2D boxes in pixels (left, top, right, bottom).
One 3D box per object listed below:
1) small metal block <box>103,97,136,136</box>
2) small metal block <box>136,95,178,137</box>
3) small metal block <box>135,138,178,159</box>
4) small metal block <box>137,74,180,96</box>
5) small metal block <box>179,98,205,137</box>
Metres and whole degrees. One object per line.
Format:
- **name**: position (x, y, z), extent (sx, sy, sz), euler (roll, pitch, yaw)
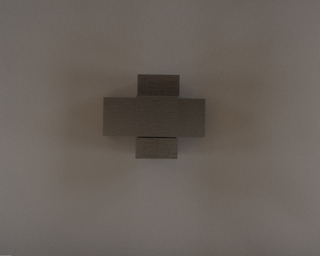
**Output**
- **small metal block**: position (-0.047, -0.014, 0.409), extent (0.050, 0.025, 0.050), euler (1, 90, 0)
- **small metal block**: position (-0.004, -0.014, 0.384), extent (0.050, 0.025, 0.050), euler (1, 90, -1)
- **small metal block**: position (-0.004, 0.024, 0.396), extent (0.050, 0.050, 0.025), euler (1, 90, 0)
- **small metal block**: position (-0.002, -0.052, 0.396), extent (0.050, 0.050, 0.025), euler (1, 90, 0)
- **small metal block**: position (0.033, -0.013, 0.410), extent (0.050, 0.025, 0.050), euler (1, 90, -1)
